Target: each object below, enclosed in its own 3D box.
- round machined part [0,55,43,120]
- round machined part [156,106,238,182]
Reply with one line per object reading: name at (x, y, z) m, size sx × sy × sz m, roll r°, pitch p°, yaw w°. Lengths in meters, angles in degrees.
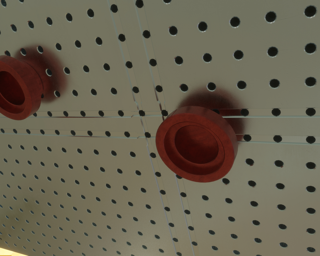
round machined part at (-0.221, -0.064, 0.474) m, size 0.098 × 0.042 × 0.097 m, roll 13°, pitch 124°, yaw 20°
round machined part at (0.048, 0.016, 0.384) m, size 0.098 × 0.042 × 0.097 m, roll 13°, pitch 124°, yaw 20°
